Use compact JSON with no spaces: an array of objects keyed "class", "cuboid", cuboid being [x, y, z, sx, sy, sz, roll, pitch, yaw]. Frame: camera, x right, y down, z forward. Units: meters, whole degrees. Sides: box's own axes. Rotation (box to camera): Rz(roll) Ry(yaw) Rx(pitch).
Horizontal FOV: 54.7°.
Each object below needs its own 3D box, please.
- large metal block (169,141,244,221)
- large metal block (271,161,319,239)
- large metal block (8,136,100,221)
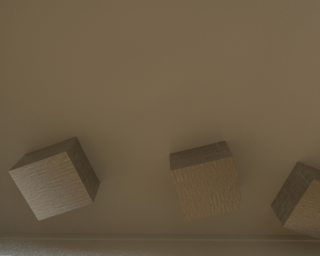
[{"class":"large metal block","cuboid":[0.062,0.072,0.425,0.080,0.050,0.080,-14,110,5]},{"class":"large metal block","cuboid":[0.220,0.105,0.438,0.080,0.050,0.079,20,109,-8]},{"class":"large metal block","cuboid":[-0.139,0.068,0.422,0.080,0.050,0.080,-19,109,7]}]
